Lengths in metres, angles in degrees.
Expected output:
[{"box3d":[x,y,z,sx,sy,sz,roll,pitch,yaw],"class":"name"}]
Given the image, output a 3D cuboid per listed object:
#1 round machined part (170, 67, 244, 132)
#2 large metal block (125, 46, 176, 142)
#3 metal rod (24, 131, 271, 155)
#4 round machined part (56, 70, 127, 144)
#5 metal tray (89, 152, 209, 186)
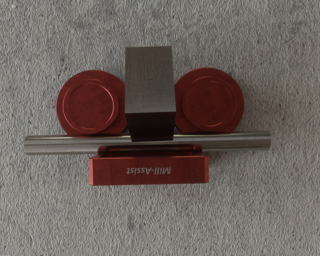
[{"box3d":[0.061,-0.031,0.403,0.099,0.042,0.097,0,90,-1],"class":"round machined part"},{"box3d":[-0.011,-0.036,0.357,0.050,0.080,0.080,-2,67,-1],"class":"large metal block"},{"box3d":[-0.014,0.019,0.390,0.302,0.025,0.025,-1,90,-1],"class":"metal rod"},{"box3d":[-0.085,-0.027,0.400,0.099,0.042,0.097,0,90,-1],"class":"round machined part"},{"box3d":[-0.012,0.046,0.378,0.131,0.090,0.030,-1,90,-1],"class":"metal tray"}]
